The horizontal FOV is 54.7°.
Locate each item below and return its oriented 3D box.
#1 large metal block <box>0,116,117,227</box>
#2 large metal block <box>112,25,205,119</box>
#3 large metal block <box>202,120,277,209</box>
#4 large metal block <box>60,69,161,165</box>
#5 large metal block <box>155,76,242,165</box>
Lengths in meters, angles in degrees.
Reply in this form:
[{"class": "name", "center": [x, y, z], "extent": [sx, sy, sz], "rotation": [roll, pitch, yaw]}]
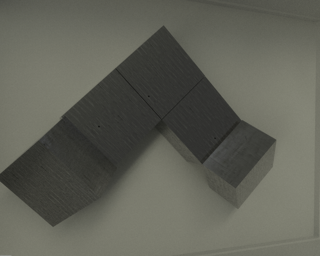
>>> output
[{"class": "large metal block", "center": [-0.109, 0.048, 0.332], "extent": [0.080, 0.050, 0.080], "rotation": [-35, 106, 27]}, {"class": "large metal block", "center": [-0.005, -0.067, 0.393], "extent": [0.080, 0.050, 0.080], "rotation": [-46, 104, -14]}, {"class": "large metal block", "center": [0.107, 0.050, 0.412], "extent": [0.080, 0.050, 0.080], "rotation": [-46, 148, -14]}, {"class": "large metal block", "center": [-0.060, -0.011, 0.373], "extent": [0.080, 0.050, 0.080], "rotation": [-46, 104, -14]}, {"class": "large metal block", "center": [0.047, -0.009, 0.413], "extent": [0.080, 0.050, 0.080], "rotation": [-46, 104, -14]}]
